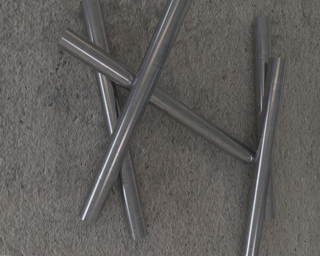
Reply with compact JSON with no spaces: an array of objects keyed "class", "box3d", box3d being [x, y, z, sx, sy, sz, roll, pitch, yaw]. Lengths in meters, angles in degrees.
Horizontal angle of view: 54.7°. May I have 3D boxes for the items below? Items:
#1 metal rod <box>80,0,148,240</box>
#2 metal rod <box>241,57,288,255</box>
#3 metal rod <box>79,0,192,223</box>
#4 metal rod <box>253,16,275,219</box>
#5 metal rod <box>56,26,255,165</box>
[{"class":"metal rod","box3d":[-0.056,-0.008,0.388,0.025,0.025,0.298,-13,94,-20]},{"class":"metal rod","box3d":[0.147,0.051,0.443,0.025,0.025,0.298,5,95,-20]},{"class":"metal rod","box3d":[-0.028,-0.026,0.355,0.025,0.025,0.298,21,100,-19]},{"class":"metal rod","box3d":[0.157,-0.015,0.466,0.025,0.025,0.298,-2,91,-20]},{"class":"metal rod","box3d":[0.012,-0.028,0.396,0.301,0.025,0.025,31,80,-24]}]
